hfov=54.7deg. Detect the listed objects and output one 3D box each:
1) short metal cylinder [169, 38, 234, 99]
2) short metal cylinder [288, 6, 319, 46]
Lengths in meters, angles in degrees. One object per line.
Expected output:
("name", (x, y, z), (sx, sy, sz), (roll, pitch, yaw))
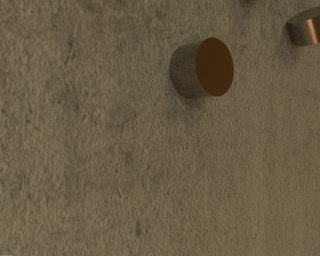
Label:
("short metal cylinder", (0.060, -0.083, 0.441), (0.081, 0.050, 0.079), (0, 90, -40))
("short metal cylinder", (0.310, -0.209, 0.633), (0.080, 0.080, 0.050), (-43, 116, -32))
